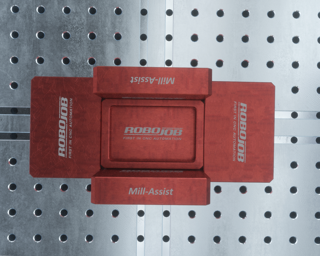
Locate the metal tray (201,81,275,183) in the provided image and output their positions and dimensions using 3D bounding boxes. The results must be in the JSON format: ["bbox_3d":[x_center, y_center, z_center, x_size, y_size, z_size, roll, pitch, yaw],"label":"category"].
[{"bbox_3d":[0.102,0.005,0.410,0.091,0.030,0.129,1,90,-2],"label":"metal tray"}]

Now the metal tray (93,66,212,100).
[{"bbox_3d":[-0.008,-0.052,0.381,0.131,0.090,0.030,1,90,-1],"label":"metal tray"}]

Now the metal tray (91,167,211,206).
[{"bbox_3d":[-0.010,0.068,0.379,0.131,0.090,0.030,1,90,-1],"label":"metal tray"}]

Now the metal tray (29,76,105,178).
[{"bbox_3d":[-0.120,-0.001,0.409,0.091,0.030,0.129,1,90,-1],"label":"metal tray"}]

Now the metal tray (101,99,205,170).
[{"bbox_3d":[-0.009,0.008,0.408,0.131,0.030,0.089,1,90,-1],"label":"metal tray"}]
